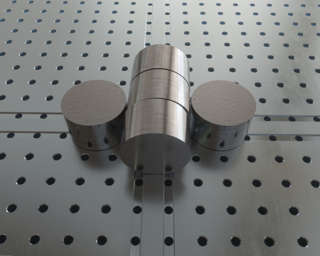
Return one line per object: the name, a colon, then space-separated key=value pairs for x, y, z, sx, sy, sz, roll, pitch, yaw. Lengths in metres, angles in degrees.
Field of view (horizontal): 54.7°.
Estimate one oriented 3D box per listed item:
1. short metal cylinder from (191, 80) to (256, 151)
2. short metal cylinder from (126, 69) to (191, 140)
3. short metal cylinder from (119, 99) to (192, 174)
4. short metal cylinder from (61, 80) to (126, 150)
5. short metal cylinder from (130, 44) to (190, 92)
short metal cylinder: x=0.079 y=-0.017 z=0.406 sx=0.081 sy=0.050 sz=0.080 roll=0 pitch=50 yaw=0
short metal cylinder: x=-0.001 y=-0.028 z=0.395 sx=0.081 sy=0.080 sz=0.050 roll=2 pitch=50 yaw=1
short metal cylinder: x=-0.005 y=0.012 z=0.362 sx=0.081 sy=0.080 sz=0.050 roll=1 pitch=50 yaw=0
short metal cylinder: x=-0.082 y=-0.018 z=0.404 sx=0.081 sy=0.050 sz=0.080 roll=0 pitch=50 yaw=0
short metal cylinder: x=0.001 y=-0.067 z=0.427 sx=0.081 sy=0.080 sz=0.050 roll=2 pitch=50 yaw=1
